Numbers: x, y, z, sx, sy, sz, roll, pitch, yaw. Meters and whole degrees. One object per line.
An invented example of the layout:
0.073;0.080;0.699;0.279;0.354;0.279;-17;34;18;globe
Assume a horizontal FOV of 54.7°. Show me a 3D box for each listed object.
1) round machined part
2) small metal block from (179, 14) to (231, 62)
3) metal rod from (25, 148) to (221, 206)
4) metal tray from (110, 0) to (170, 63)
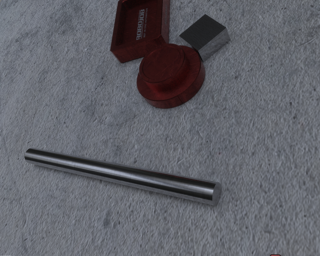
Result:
0.010;-0.079;0.435;0.098;0.042;0.098;-13;56;20;round machined part
0.065;-0.131;0.449;0.050;0.025;0.050;-40;51;1;small metal block
-0.069;0.056;0.403;0.300;0.025;0.025;6;65;30;metal rod
-0.031;-0.178;0.524;0.090;0.030;0.130;-11;57;22;metal tray
